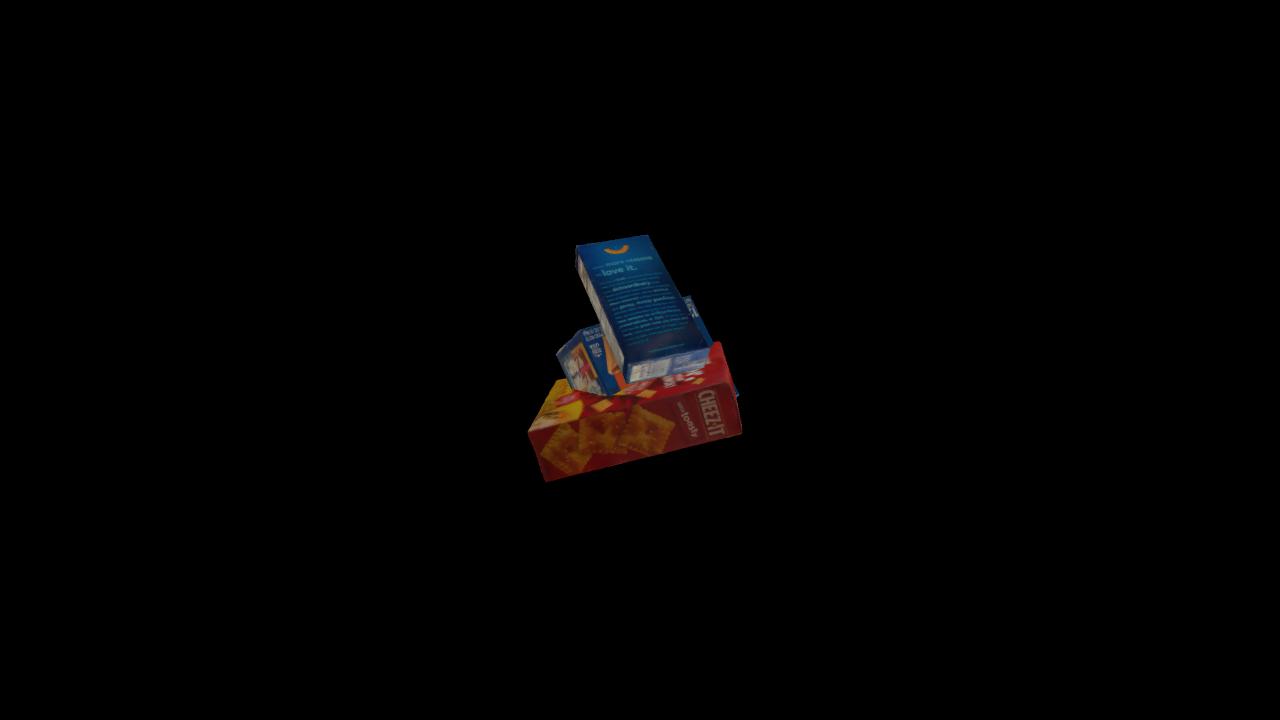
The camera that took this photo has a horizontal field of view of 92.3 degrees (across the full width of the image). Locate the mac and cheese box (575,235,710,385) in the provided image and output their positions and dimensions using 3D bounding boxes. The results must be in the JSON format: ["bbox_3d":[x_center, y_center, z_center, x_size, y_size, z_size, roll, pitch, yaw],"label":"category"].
[{"bbox_3d":[-0.002,-0.062,0.686,0.093,0.184,0.041,-13,-36,-16],"label":"mac and cheese box"}]

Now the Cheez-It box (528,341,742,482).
[{"bbox_3d":[-0.001,0.053,0.714,0.223,0.071,0.166,-15,16,8],"label":"Cheez-It box"}]

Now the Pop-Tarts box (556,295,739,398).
[{"bbox_3d":[0.010,0.017,0.742,0.167,0.141,0.083,-20,-10,-31],"label":"Pop-Tarts box"}]
